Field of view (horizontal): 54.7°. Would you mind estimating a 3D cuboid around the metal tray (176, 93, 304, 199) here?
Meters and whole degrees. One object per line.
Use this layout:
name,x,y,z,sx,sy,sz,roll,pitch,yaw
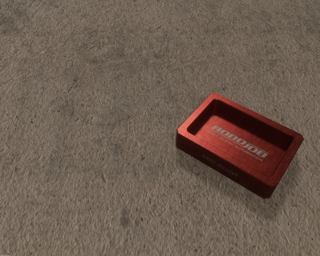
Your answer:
metal tray,0.097,0.016,0.387,0.130,0.030,0.090,30,56,22
